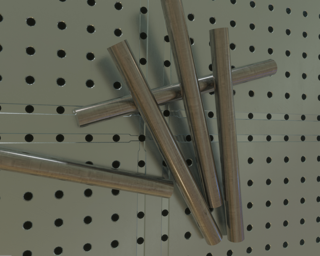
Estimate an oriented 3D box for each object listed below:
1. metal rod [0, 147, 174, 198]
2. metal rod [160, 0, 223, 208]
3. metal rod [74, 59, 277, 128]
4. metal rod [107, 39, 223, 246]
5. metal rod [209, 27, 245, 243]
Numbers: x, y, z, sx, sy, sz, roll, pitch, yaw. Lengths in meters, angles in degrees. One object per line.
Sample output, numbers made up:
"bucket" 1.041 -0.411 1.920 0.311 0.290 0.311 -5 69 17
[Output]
"metal rod" -0.125 0.048 0.367 0.302 0.025 0.025 14 85 -20
"metal rod" 0.044 -0.032 0.405 0.025 0.025 0.298 -19 106 -19
"metal rod" 0.036 -0.053 0.426 0.302 0.025 0.025 -17 96 -20
"metal rod" 0.014 0.031 0.400 0.025 0.025 0.299 -32 108 -17
"metal rod" 0.094 0.016 0.431 0.025 0.025 0.298 -10 100 -20
